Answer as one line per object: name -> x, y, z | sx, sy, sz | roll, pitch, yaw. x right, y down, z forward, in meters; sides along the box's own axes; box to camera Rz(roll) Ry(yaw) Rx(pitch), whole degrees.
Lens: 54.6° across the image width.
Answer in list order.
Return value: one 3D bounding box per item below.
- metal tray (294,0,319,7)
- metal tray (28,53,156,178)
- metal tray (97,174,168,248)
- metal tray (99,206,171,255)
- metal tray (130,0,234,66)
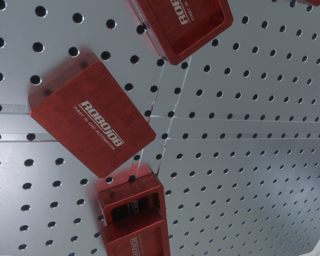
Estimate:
metal tray -> 0.161, -0.209, 0.365 | 0.131, 0.030, 0.089 | 7, 115, -31
metal tray -> -0.073, -0.009, 0.362 | 0.090, 0.030, 0.130 | -38, 129, -3
metal tray -> -0.037, 0.139, 0.472 | 0.091, 0.030, 0.129 | -18, 126, -18
metal tray -> -0.032, 0.186, 0.464 | 0.091, 0.030, 0.129 | -18, 126, -18
metal tray -> 0.017, -0.143, 0.327 | 0.090, 0.030, 0.130 | -37, 129, -4
